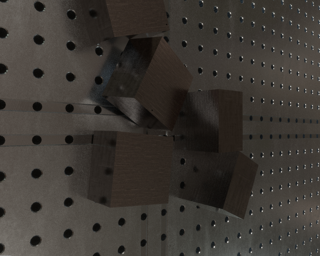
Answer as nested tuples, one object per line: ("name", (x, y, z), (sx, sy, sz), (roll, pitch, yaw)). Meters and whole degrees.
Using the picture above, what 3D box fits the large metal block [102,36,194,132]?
("large metal block", (-0.011, -0.051, 0.374), (0.080, 0.050, 0.080), (42, 64, -47))

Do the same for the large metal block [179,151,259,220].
("large metal block", (0.084, 0.077, 0.447), (0.050, 0.080, 0.080), (33, 70, -36))

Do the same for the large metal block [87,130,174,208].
("large metal block", (-0.034, 0.047, 0.367), (0.081, 0.050, 0.080), (8, 85, -40))

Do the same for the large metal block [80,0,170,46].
("large metal block", (-0.043, -0.144, 0.358), (0.081, 0.050, 0.079), (-21, 104, -38))

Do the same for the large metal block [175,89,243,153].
("large metal block", (0.066, -0.009, 0.431), (0.050, 0.080, 0.079), (0, 91, -40))
